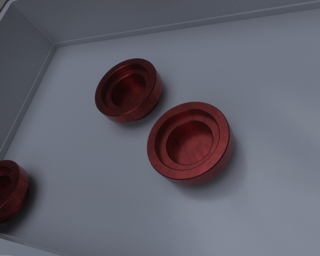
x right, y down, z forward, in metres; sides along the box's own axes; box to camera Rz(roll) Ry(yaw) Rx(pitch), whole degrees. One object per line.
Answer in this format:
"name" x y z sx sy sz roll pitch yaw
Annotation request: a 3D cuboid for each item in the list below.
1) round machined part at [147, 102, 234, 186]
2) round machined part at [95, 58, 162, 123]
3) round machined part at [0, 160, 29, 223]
"round machined part" 0.038 0.021 0.362 0.098 0.042 0.098 -13 56 21
"round machined part" -0.041 -0.049 0.446 0.098 0.042 0.098 -13 56 21
"round machined part" -0.233 0.098 0.451 0.098 0.042 0.098 -14 47 15
